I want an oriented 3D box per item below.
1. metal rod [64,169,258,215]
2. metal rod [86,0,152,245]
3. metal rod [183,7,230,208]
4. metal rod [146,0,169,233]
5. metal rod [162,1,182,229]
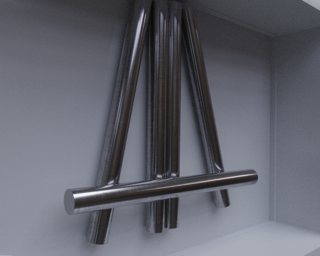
[{"bbox_3d":[0.029,0.074,0.395,0.302,0.025,0.025,2,89,-40],"label":"metal rod"},{"bbox_3d":[-0.046,-0.019,0.366,0.025,0.025,0.299,16,80,-39],"label":"metal rod"},{"bbox_3d":[0.067,-0.023,0.461,0.025,0.025,0.298,-20,103,-38],"label":"metal rod"},{"bbox_3d":[-0.004,-0.017,0.402,0.025,0.025,0.298,1,89,-40],"label":"metal rod"},{"bbox_3d":[0.015,-0.017,0.418,0.025,0.025,0.298,1,89,-40],"label":"metal rod"}]
